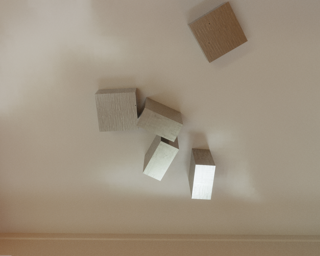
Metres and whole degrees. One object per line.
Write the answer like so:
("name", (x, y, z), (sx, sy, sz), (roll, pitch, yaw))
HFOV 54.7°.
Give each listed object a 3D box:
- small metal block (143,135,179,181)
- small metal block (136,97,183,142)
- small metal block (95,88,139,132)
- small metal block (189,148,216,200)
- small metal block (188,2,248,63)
("small metal block", (0.001, 0.033, 0.410), (0.025, 0.050, 0.050), (26, 108, -9))
("small metal block", (0.000, -0.012, 0.393), (0.050, 0.050, 0.025), (24, 108, -9))
("small metal block", (-0.054, -0.024, 0.402), (0.050, 0.025, 0.050), (-3, 110, 1))
("small metal block", (0.056, 0.061, 0.421), (0.025, 0.050, 0.050), (4, 110, -1))
("small metal block", (0.068, -0.114, 0.370), (0.050, 0.025, 0.050), (-29, 108, 10))
